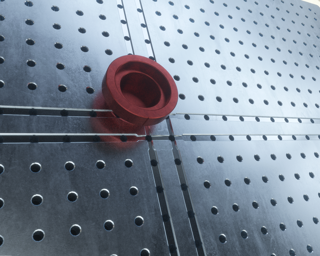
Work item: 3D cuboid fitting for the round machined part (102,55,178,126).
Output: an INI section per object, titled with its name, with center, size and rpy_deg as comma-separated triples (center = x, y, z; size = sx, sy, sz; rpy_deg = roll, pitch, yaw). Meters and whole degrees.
[round machined part]
center = -0.029, -0.045, 0.409
size = 0.099, 0.042, 0.098
rpy_deg = 13, 56, -21
